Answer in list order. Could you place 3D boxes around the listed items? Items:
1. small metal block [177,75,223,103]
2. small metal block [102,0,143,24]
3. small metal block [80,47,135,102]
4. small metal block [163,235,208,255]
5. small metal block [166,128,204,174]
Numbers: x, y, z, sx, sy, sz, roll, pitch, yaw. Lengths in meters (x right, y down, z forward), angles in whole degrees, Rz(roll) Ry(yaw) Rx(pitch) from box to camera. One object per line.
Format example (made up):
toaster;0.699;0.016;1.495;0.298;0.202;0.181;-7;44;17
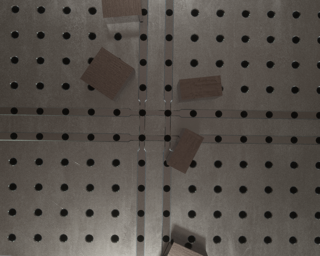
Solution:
small metal block;0.050;-0.049;0.402;0.050;0.050;0.025;-6;90;-1
small metal block;-0.051;-0.169;0.413;0.050;0.025;0.050;-5;90;-1
small metal block;-0.068;-0.070;0.412;0.050;0.025;0.050;34;90;-1
small metal block;0.030;0.181;0.414;0.050;0.025;0.050;25;90;-1
small metal block;0.031;0.028;0.401;0.025;0.050;0.050;28;90;0
